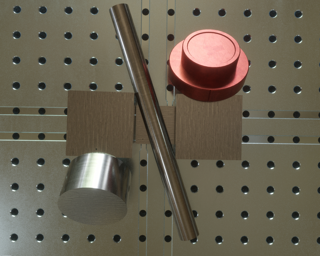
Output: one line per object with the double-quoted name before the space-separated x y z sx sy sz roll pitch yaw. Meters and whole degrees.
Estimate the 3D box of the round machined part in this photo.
"round machined part" 0.060 -0.083 0.381 0.099 0.042 0.098 1 55 -1

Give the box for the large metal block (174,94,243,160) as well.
"large metal block" 0.060 -0.001 0.402 0.081 0.050 0.079 1 90 0

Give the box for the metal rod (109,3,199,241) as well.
"metal rod" -0.007 -0.007 0.387 0.025 0.025 0.298 -17 90 0

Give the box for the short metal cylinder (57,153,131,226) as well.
"short metal cylinder" -0.078 0.076 0.379 0.080 0.050 0.079 1 133 1

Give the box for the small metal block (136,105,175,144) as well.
"small metal block" -0.006 -0.004 0.414 0.050 0.025 0.050 1 90 0

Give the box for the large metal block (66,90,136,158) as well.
"large metal block" -0.073 -0.005 0.401 0.081 0.050 0.079 2 90 0
